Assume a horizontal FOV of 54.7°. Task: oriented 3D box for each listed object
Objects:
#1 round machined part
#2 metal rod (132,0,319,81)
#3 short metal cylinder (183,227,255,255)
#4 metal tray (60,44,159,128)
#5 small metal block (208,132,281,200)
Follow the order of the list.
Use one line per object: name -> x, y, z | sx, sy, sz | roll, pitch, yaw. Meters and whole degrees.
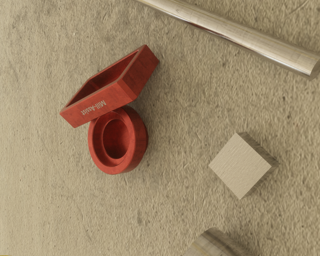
round machined part -> -0.055, 0.015, 0.440 | 0.098, 0.042, 0.097 | 0, 90, 40
metal rod -> 0.045, -0.131, 0.367 | 0.300, 0.025, 0.025 | 37, 113, 33
short metal cylinder -> 0.057, 0.152, 0.322 | 0.050, 0.081, 0.079 | 31, 109, 36
metal tray -> -0.070, -0.055, 0.423 | 0.130, 0.090, 0.030 | -20, 121, 38
small metal block -> 0.089, 0.039, 0.332 | 0.050, 0.025, 0.050 | 49, 119, 29
